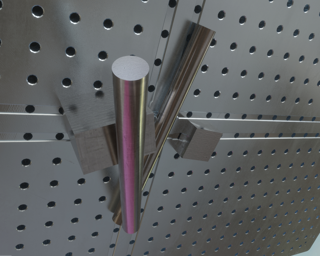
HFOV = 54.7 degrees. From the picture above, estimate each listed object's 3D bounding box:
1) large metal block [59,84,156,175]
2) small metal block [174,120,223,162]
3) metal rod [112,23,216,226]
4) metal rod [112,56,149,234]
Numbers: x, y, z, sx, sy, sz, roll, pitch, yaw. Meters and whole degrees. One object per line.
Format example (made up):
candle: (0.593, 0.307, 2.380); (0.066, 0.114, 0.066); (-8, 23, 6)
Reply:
large metal block: (-0.059, -0.003, 0.343); (0.081, 0.080, 0.050); (-16, 125, -20)
small metal block: (0.057, 0.020, 0.456); (0.050, 0.025, 0.050); (11, 113, -33)
metal rod: (-0.002, 0.009, 0.417); (0.025, 0.025, 0.298); (11, 113, -33)
metal rod: (-0.031, 0.050, 0.327); (0.025, 0.025, 0.298); (-18, 147, -18)
